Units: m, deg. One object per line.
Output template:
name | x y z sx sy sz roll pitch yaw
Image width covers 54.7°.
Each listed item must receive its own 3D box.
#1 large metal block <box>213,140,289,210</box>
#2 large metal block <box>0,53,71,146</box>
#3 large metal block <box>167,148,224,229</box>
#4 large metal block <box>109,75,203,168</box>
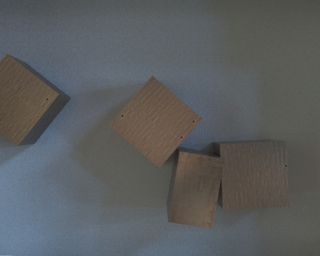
large metal block | 0.114 0.057 0.400 0.081 0.050 0.080 -3 90 0
large metal block | -0.178 -0.034 0.397 0.080 0.050 0.080 38 90 0
large metal block | 0.040 0.069 0.384 0.050 0.080 0.080 9 90 0
large metal block | -0.005 -0.008 0.399 0.080 0.050 0.080 41 90 0
